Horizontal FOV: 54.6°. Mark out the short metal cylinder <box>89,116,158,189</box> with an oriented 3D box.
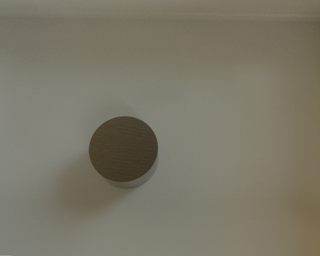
[{"bbox_3d":[-0.042,0.032,0.385,0.080,0.050,0.080,0,70,0],"label":"short metal cylinder"}]
